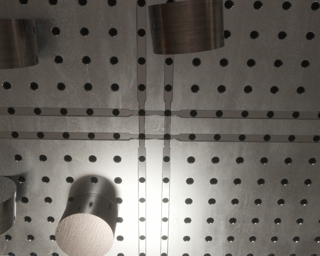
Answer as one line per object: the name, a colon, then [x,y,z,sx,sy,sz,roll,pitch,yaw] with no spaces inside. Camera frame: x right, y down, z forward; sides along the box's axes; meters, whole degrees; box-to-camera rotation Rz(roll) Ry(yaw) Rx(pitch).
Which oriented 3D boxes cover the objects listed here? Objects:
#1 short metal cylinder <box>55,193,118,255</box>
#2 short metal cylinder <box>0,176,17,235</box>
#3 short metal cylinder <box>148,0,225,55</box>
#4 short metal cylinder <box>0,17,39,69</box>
short metal cylinder: [-0.105,0.143,0.451,0.081,0.050,0.079,0,110,-1]
short metal cylinder: [-0.239,0.105,0.420,0.081,0.080,0.050,9,110,-4]
short metal cylinder: [0.030,-0.113,0.343,0.080,0.080,0.050,-6,110,2]
short metal cylinder: [-0.180,-0.097,0.346,0.081,0.080,0.050,2,110,-1]
